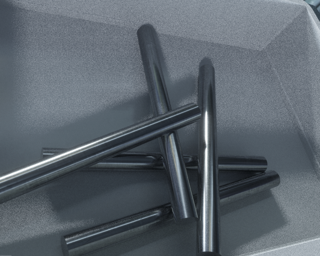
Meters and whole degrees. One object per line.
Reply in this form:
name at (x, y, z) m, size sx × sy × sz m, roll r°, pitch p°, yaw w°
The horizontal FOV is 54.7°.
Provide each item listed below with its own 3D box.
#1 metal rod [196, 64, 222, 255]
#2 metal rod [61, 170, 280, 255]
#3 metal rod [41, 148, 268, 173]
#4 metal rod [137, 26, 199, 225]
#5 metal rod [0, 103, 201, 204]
metal rod at (0.062, 0.016, 0.404) m, size 0.025 × 0.025 × 0.300 m, roll 22°, pitch 46°, yaw -15°
metal rod at (0.038, 0.093, 0.369) m, size 0.303 × 0.025 × 0.025 m, roll -9°, pitch 66°, yaw -32°
metal rod at (0.013, 0.043, 0.386) m, size 0.303 × 0.025 × 0.025 m, roll 4°, pitch 60°, yaw -26°
metal rod at (0.002, -0.026, 0.400) m, size 0.025 × 0.025 × 0.299 m, roll 6°, pitch 53°, yaw -25°
metal rod at (-0.078, 0.028, 0.313) m, size 0.302 × 0.025 × 0.025 m, roll -22°, pitch 74°, yaw -31°
